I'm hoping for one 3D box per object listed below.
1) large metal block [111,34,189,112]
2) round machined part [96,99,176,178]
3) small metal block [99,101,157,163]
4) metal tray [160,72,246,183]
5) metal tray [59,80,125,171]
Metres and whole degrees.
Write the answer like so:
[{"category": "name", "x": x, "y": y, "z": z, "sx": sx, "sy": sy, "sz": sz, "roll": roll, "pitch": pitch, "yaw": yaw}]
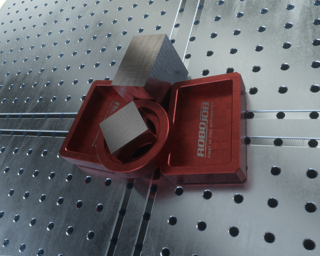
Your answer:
[{"category": "large metal block", "x": -0.010, "y": -0.066, "z": 0.414, "sx": 0.050, "sy": 0.080, "sz": 0.080, "roll": 7, "pitch": 65, "yaw": 31}, {"category": "round machined part", "x": -0.026, "y": 0.016, "z": 0.384, "sx": 0.098, "sy": 0.042, "sz": 0.098, "roll": -13, "pitch": 56, "yaw": 21}, {"category": "small metal block", "x": -0.038, "y": 0.004, "z": 0.367, "sx": 0.050, "sy": 0.025, "sz": 0.050, "roll": -34, "pitch": 51, "yaw": 6}, {"category": "metal tray", "x": 0.054, "y": -0.001, "z": 0.372, "sx": 0.090, "sy": 0.030, "sz": 0.130, "roll": -6, "pitch": 59, "yaw": 25}, {"category": "metal tray", "x": -0.079, "y": -0.007, "z": 0.446, "sx": 0.090, "sy": 0.030, "sz": 0.130, "roll": 7, "pitch": 65, "yaw": 31}]
